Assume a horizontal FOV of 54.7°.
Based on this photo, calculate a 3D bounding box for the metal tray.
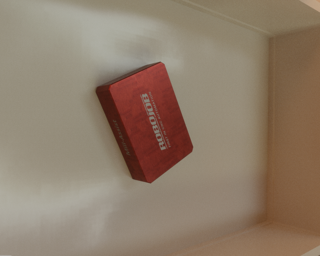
[{"bbox_3d":[-0.014,-0.008,0.393,0.091,0.030,0.129,-33,111,-35],"label":"metal tray"}]
